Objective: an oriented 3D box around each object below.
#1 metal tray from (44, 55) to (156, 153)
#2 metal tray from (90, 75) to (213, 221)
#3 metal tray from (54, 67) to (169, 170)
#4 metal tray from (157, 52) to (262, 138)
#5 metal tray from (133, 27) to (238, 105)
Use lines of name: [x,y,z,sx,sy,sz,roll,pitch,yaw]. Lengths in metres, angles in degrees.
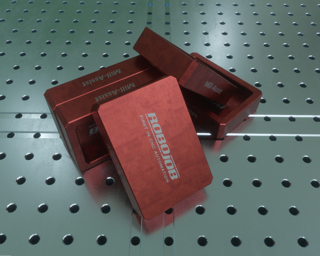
metal tray: [-0.066,-0.029,0.388,0.131,0.089,0.030,-26,55,-21]
metal tray: [-0.006,0.019,0.331,0.091,0.129,0.030,-26,13,-20]
metal tray: [-0.049,-0.011,0.372,0.131,0.089,0.030,-26,55,-21]
metal tray: [0.066,-0.052,0.447,0.091,0.030,0.130,-36,59,-27]
metal tray: [0.037,-0.076,0.398,0.090,0.030,0.131,43,17,29]
